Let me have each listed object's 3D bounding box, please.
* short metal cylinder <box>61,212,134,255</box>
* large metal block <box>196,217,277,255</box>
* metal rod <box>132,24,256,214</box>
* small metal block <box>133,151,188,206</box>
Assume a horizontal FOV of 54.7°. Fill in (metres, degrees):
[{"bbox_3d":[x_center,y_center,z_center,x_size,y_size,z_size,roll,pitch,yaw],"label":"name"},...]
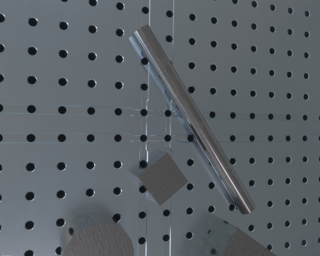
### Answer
[{"bbox_3d":[-0.077,0.147,0.372,0.081,0.050,0.079,0,90,-20],"label":"short metal cylinder"},{"bbox_3d":[0.103,0.188,0.438,0.080,0.050,0.080,38,78,-16],"label":"large metal block"},{"bbox_3d":[0.052,-0.004,0.432,0.025,0.025,0.299,-36,102,-17],"label":"metal rod"},{"bbox_3d":[0.001,0.066,0.413,0.050,0.025,0.050,-38,103,-16],"label":"small metal block"}]
